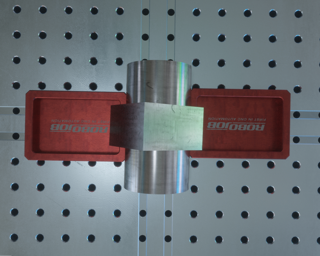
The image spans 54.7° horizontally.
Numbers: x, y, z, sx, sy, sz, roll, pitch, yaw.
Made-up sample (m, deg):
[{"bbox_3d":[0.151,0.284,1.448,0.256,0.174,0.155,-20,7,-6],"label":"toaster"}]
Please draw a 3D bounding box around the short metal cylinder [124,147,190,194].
[{"bbox_3d":[-0.004,0.049,0.385,0.081,0.080,0.050,2,90,0],"label":"short metal cylinder"}]

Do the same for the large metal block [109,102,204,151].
[{"bbox_3d":[-0.006,-0.001,0.371,0.081,0.080,0.050,2,90,-34],"label":"large metal block"}]

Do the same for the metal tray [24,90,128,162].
[{"bbox_3d":[-0.107,-0.003,0.409,0.131,0.030,0.089,1,90,0],"label":"metal tray"}]

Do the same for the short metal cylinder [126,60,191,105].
[{"bbox_3d":[-0.001,-0.051,0.385,0.081,0.080,0.050,1,90,0],"label":"short metal cylinder"}]

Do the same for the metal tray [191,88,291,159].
[{"bbox_3d":[0.102,-0.005,0.411,0.131,0.030,0.089,1,90,0],"label":"metal tray"}]
